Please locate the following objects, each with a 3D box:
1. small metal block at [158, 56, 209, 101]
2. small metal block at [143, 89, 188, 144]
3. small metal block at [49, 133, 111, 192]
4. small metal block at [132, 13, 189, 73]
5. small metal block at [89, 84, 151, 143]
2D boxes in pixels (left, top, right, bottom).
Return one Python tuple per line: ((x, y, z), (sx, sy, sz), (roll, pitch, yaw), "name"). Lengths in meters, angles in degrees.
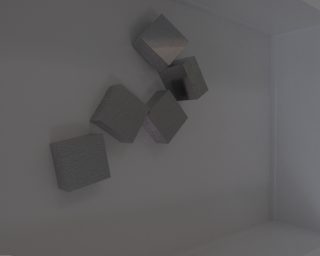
((0.030, -0.065, 0.415), (0.025, 0.050, 0.050), (-41, 115, -32), "small metal block")
((0.003, -0.015, 0.409), (0.050, 0.025, 0.050), (-52, 121, -27), "small metal block")
((-0.085, 0.036, 0.335), (0.050, 0.025, 0.050), (-15, 100, -39), "small metal block")
((0.001, -0.109, 0.398), (0.050, 0.025, 0.050), (43, 63, -11), "small metal block")
((-0.046, -0.016, 0.368), (0.050, 0.025, 0.050), (39, 66, -33), "small metal block")
